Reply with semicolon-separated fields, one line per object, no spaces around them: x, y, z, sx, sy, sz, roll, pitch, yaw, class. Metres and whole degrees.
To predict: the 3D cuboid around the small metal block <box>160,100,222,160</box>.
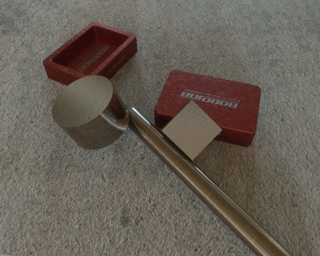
0.036;0.002;0.370;0.050;0.025;0.050;44;87;-4;small metal block

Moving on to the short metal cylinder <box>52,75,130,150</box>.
-0.085;-0.020;0.387;0.080;0.050;0.080;-11;52;14;short metal cylinder

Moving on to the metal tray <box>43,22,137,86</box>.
-0.107;-0.115;0.495;0.090;0.030;0.130;23;53;17;metal tray

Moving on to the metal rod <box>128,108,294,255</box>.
0.055;0.072;0.343;0.025;0.025;0.300;-32;57;-24;metal rod

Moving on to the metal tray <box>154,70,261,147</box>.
0.067;-0.030;0.426;0.131;0.030;0.090;13;51;10;metal tray
